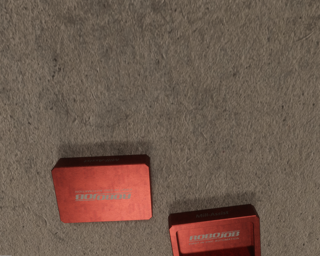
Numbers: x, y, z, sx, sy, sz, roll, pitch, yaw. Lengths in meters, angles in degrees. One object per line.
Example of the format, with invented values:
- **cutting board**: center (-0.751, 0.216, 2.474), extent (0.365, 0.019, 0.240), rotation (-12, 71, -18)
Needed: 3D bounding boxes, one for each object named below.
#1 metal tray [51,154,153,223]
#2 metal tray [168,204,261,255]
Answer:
- **metal tray**: center (-0.078, 0.086, 0.438), extent (0.131, 0.030, 0.089), rotation (-3, 110, 0)
- **metal tray**: center (0.083, 0.168, 0.470), extent (0.131, 0.030, 0.089), rotation (-8, 110, 2)
